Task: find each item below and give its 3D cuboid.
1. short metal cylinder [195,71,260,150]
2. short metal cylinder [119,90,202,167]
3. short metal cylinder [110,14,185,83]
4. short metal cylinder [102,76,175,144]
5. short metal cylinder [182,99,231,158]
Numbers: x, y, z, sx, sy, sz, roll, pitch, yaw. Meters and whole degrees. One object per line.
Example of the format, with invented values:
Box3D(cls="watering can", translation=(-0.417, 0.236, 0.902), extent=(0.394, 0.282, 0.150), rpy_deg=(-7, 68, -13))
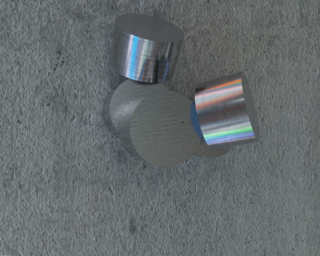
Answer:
Box3D(cls="short metal cylinder", translation=(0.078, -0.019, 0.350), extent=(0.050, 0.080, 0.080), rpy_deg=(-13, 97, 23))
Box3D(cls="short metal cylinder", translation=(-0.001, 0.001, 0.344), extent=(0.081, 0.050, 0.079), rpy_deg=(0, 90, -21))
Box3D(cls="short metal cylinder", translation=(-0.016, -0.096, 0.369), extent=(0.081, 0.080, 0.050), rpy_deg=(0, 129, -20))
Box3D(cls="short metal cylinder", translation=(-0.028, -0.021, 0.387), extent=(0.081, 0.050, 0.079), rpy_deg=(0, 90, -21))
Box3D(cls="short metal cylinder", translation=(0.057, -0.001, 0.419), extent=(0.081, 0.050, 0.079), rpy_deg=(0, 90, -21))
